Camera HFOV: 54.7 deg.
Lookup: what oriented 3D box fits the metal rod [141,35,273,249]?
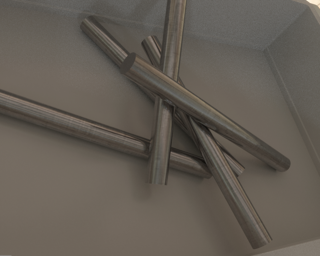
[{"bbox_3d":[0.051,0.005,0.396,0.025,0.025,0.299,-16,70,-34],"label":"metal rod"}]

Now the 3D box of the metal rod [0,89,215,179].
[{"bbox_3d":[-0.070,0.007,0.363,0.302,0.025,0.025,20,54,-17],"label":"metal rod"}]

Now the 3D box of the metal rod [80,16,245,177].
[{"bbox_3d":[0.002,-0.044,0.432,0.300,0.025,0.025,45,51,3],"label":"metal rod"}]

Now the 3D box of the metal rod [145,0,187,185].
[{"bbox_3d":[0.013,-0.082,0.378,0.025,0.025,0.299,11,79,-23],"label":"metal rod"}]

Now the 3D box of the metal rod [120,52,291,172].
[{"bbox_3d":[0.078,-0.004,0.391,0.301,0.025,0.025,29,50,-34],"label":"metal rod"}]
